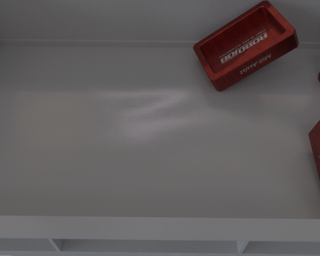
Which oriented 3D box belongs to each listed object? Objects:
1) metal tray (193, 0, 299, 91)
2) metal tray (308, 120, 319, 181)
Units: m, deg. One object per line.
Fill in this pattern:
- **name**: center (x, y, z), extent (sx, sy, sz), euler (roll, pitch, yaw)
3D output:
- **metal tray**: center (0.124, -0.124, 0.465), extent (0.130, 0.030, 0.090), euler (-30, 50, 14)
- **metal tray**: center (0.230, 0.053, 0.346), extent (0.091, 0.030, 0.130), euler (2, 58, 1)
